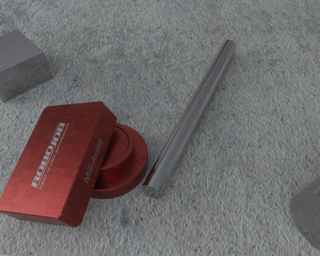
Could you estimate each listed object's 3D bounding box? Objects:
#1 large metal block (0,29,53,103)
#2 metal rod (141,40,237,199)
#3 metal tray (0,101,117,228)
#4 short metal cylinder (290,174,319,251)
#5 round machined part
[{"bbox_3d":[-0.223,-0.095,0.464,0.080,0.050,0.080,-36,59,-26],"label":"large metal block"},{"bbox_3d":[0.054,-0.033,0.431,0.025,0.025,0.301,20,52,15],"label":"metal rod"},{"bbox_3d":[-0.108,0.034,0.334,0.090,0.030,0.130,-2,57,27],"label":"metal tray"},{"bbox_3d":[0.177,0.083,0.300,0.050,0.080,0.080,-30,57,-23],"label":"short metal cylinder"},{"bbox_3d":[-0.064,0.030,0.366,0.099,0.042,0.098,0,50,0],"label":"round machined part"}]
